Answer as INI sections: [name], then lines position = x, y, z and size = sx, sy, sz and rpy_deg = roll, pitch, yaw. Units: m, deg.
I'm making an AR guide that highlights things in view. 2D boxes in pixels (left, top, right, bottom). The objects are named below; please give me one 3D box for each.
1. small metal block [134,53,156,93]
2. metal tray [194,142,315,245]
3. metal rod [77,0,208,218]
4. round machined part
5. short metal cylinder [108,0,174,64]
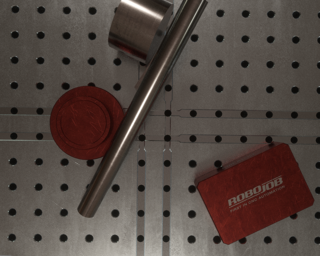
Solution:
[small metal block]
position = -0.007, -0.064, 0.401
size = 0.025, 0.050, 0.050
rpy_deg = 32, 90, 0
[metal tray]
position = 0.123, 0.085, 0.413
size = 0.131, 0.030, 0.090
rpy_deg = -25, 90, -1
[metal rod]
position = -0.029, -0.014, 0.371
size = 0.025, 0.025, 0.298
rpy_deg = 29, 107, -1
[round machined part]
position = -0.095, -0.007, 0.404
size = 0.099, 0.042, 0.097
rpy_deg = 0, 90, -1
[short metal cylinder]
position = -0.023, -0.127, 0.386
size = 0.050, 0.080, 0.080
rpy_deg = 26, 90, 0
